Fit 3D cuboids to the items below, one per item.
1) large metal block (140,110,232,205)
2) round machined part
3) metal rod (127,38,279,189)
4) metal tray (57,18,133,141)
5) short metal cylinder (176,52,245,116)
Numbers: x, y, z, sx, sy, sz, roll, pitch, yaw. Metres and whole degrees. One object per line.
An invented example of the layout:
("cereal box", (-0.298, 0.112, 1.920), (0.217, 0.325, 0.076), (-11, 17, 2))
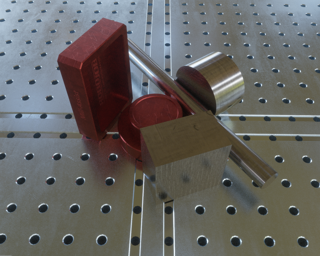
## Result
("large metal block", (0.025, 0.034, 0.344), (0.081, 0.080, 0.050), (-15, 52, -13))
("round machined part", (-0.006, -0.007, 0.402), (0.099, 0.042, 0.098), (0, 50, 0))
("metal rod", (0.032, -0.037, 0.411), (0.025, 0.025, 0.300), (-28, 56, -22))
("metal tray", (-0.073, -0.056, 0.386), (0.030, 0.129, 0.090), (22, 53, 17))
("short metal cylinder", (0.066, -0.056, 0.418), (0.050, 0.080, 0.080), (-30, 57, -23))
